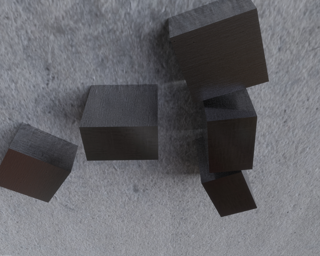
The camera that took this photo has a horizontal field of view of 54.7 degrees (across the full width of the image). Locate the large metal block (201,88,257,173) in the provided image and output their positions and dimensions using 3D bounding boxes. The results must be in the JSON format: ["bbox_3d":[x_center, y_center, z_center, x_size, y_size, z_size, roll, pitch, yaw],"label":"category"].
[{"bbox_3d":[0.078,-0.005,0.368,0.050,0.080,0.080,-6,130,4],"label":"large metal block"}]

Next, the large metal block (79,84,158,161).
[{"bbox_3d":[-0.043,-0.008,0.363,0.081,0.080,0.050,-1,130,0],"label":"large metal block"}]

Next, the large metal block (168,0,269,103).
[{"bbox_3d":[0.061,-0.082,0.322,0.080,0.050,0.080,-16,129,12],"label":"large metal block"}]

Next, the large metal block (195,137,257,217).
[{"bbox_3d":[0.090,0.061,0.425,0.050,0.080,0.080,-19,128,15],"label":"large metal block"}]

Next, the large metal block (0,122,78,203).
[{"bbox_3d":[-0.173,0.050,0.431,0.080,0.050,0.080,27,125,-22],"label":"large metal block"}]
